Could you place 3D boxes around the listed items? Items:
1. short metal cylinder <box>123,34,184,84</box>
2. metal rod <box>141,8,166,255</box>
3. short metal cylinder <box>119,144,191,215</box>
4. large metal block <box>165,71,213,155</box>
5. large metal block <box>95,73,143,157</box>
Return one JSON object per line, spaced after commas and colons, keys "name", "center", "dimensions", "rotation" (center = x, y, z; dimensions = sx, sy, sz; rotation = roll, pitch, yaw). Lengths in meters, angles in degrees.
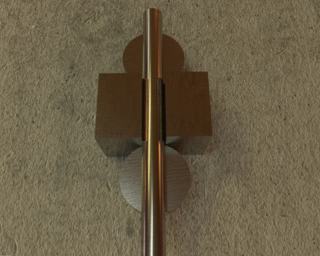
{"name": "short metal cylinder", "center": [-0.008, -0.082, 0.426], "dimensions": [0.081, 0.050, 0.080], "rotation": [0, 69, 0]}
{"name": "metal rod", "center": [-0.008, -0.010, 0.359], "dimensions": [0.025, 0.025, 0.299], "rotation": [-1, 70, 0]}
{"name": "short metal cylinder", "center": [-0.006, 0.065, 0.373], "dimensions": [0.081, 0.050, 0.080], "rotation": [0, 69, 0]}
{"name": "large metal block", "center": [0.031, -0.015, 0.386], "dimensions": [0.050, 0.080, 0.080], "rotation": [-1, 70, 0]}
{"name": "large metal block", "center": [-0.046, -0.013, 0.384], "dimensions": [0.050, 0.080, 0.080], "rotation": [-1, 70, 0]}
